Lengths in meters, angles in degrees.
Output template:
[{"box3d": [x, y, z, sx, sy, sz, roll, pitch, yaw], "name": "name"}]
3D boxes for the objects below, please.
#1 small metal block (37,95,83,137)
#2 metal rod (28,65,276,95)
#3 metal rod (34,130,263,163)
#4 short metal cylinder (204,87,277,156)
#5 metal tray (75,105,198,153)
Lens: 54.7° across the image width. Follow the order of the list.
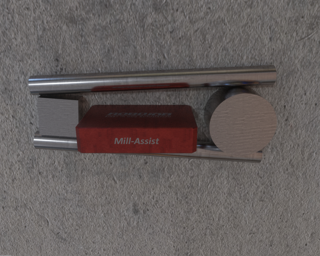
[{"box3d": [-0.129, -0.017, 0.404, 0.050, 0.025, 0.050, 4, 110, -2], "name": "small metal block"}, {"box3d": [-0.009, -0.060, 0.389, 0.302, 0.025, 0.025, -2, 110, 0], "name": "metal rod"}, {"box3d": [-0.014, 0.026, 0.420, 0.302, 0.025, 0.025, 4, 110, -2], "name": "metal rod"}, {"box3d": [0.099, -0.011, 0.394, 0.081, 0.050, 0.079, 0, 110, 0], "name": "short metal cylinder"}, {"box3d": [-0.025, -0.002, 0.374, 0.131, 0.090, 0.030, 0, 110, 0], "name": "metal tray"}]
